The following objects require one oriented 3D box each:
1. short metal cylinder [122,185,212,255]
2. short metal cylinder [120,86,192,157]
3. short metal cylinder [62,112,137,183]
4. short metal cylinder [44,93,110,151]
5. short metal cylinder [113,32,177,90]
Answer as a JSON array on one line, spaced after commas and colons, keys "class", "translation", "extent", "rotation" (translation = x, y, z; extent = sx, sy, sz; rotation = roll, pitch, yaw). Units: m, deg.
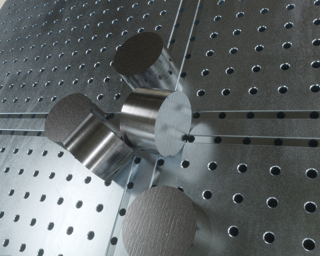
[{"class": "short metal cylinder", "translation": [0.008, 0.106, 0.323], "extent": [0.080, 0.050, 0.080], "rotation": [-13, 56, 21]}, {"class": "short metal cylinder", "translation": [-0.003, -0.009, 0.380], "extent": [0.050, 0.080, 0.080], "rotation": [13, 68, 33]}, {"class": "short metal cylinder", "translation": [-0.076, 0.025, 0.398], "extent": [0.050, 0.080, 0.080], "rotation": [-48, 51, -5]}, {"class": "short metal cylinder", "translation": [-0.122, -0.005, 0.459], "extent": [0.080, 0.050, 0.080], "rotation": [-13, 56, 21]}, {"class": "short metal cylinder", "translation": [-0.022, -0.095, 0.462], "extent": [0.080, 0.050, 0.080], "rotation": [-13, 56, 21]}]
